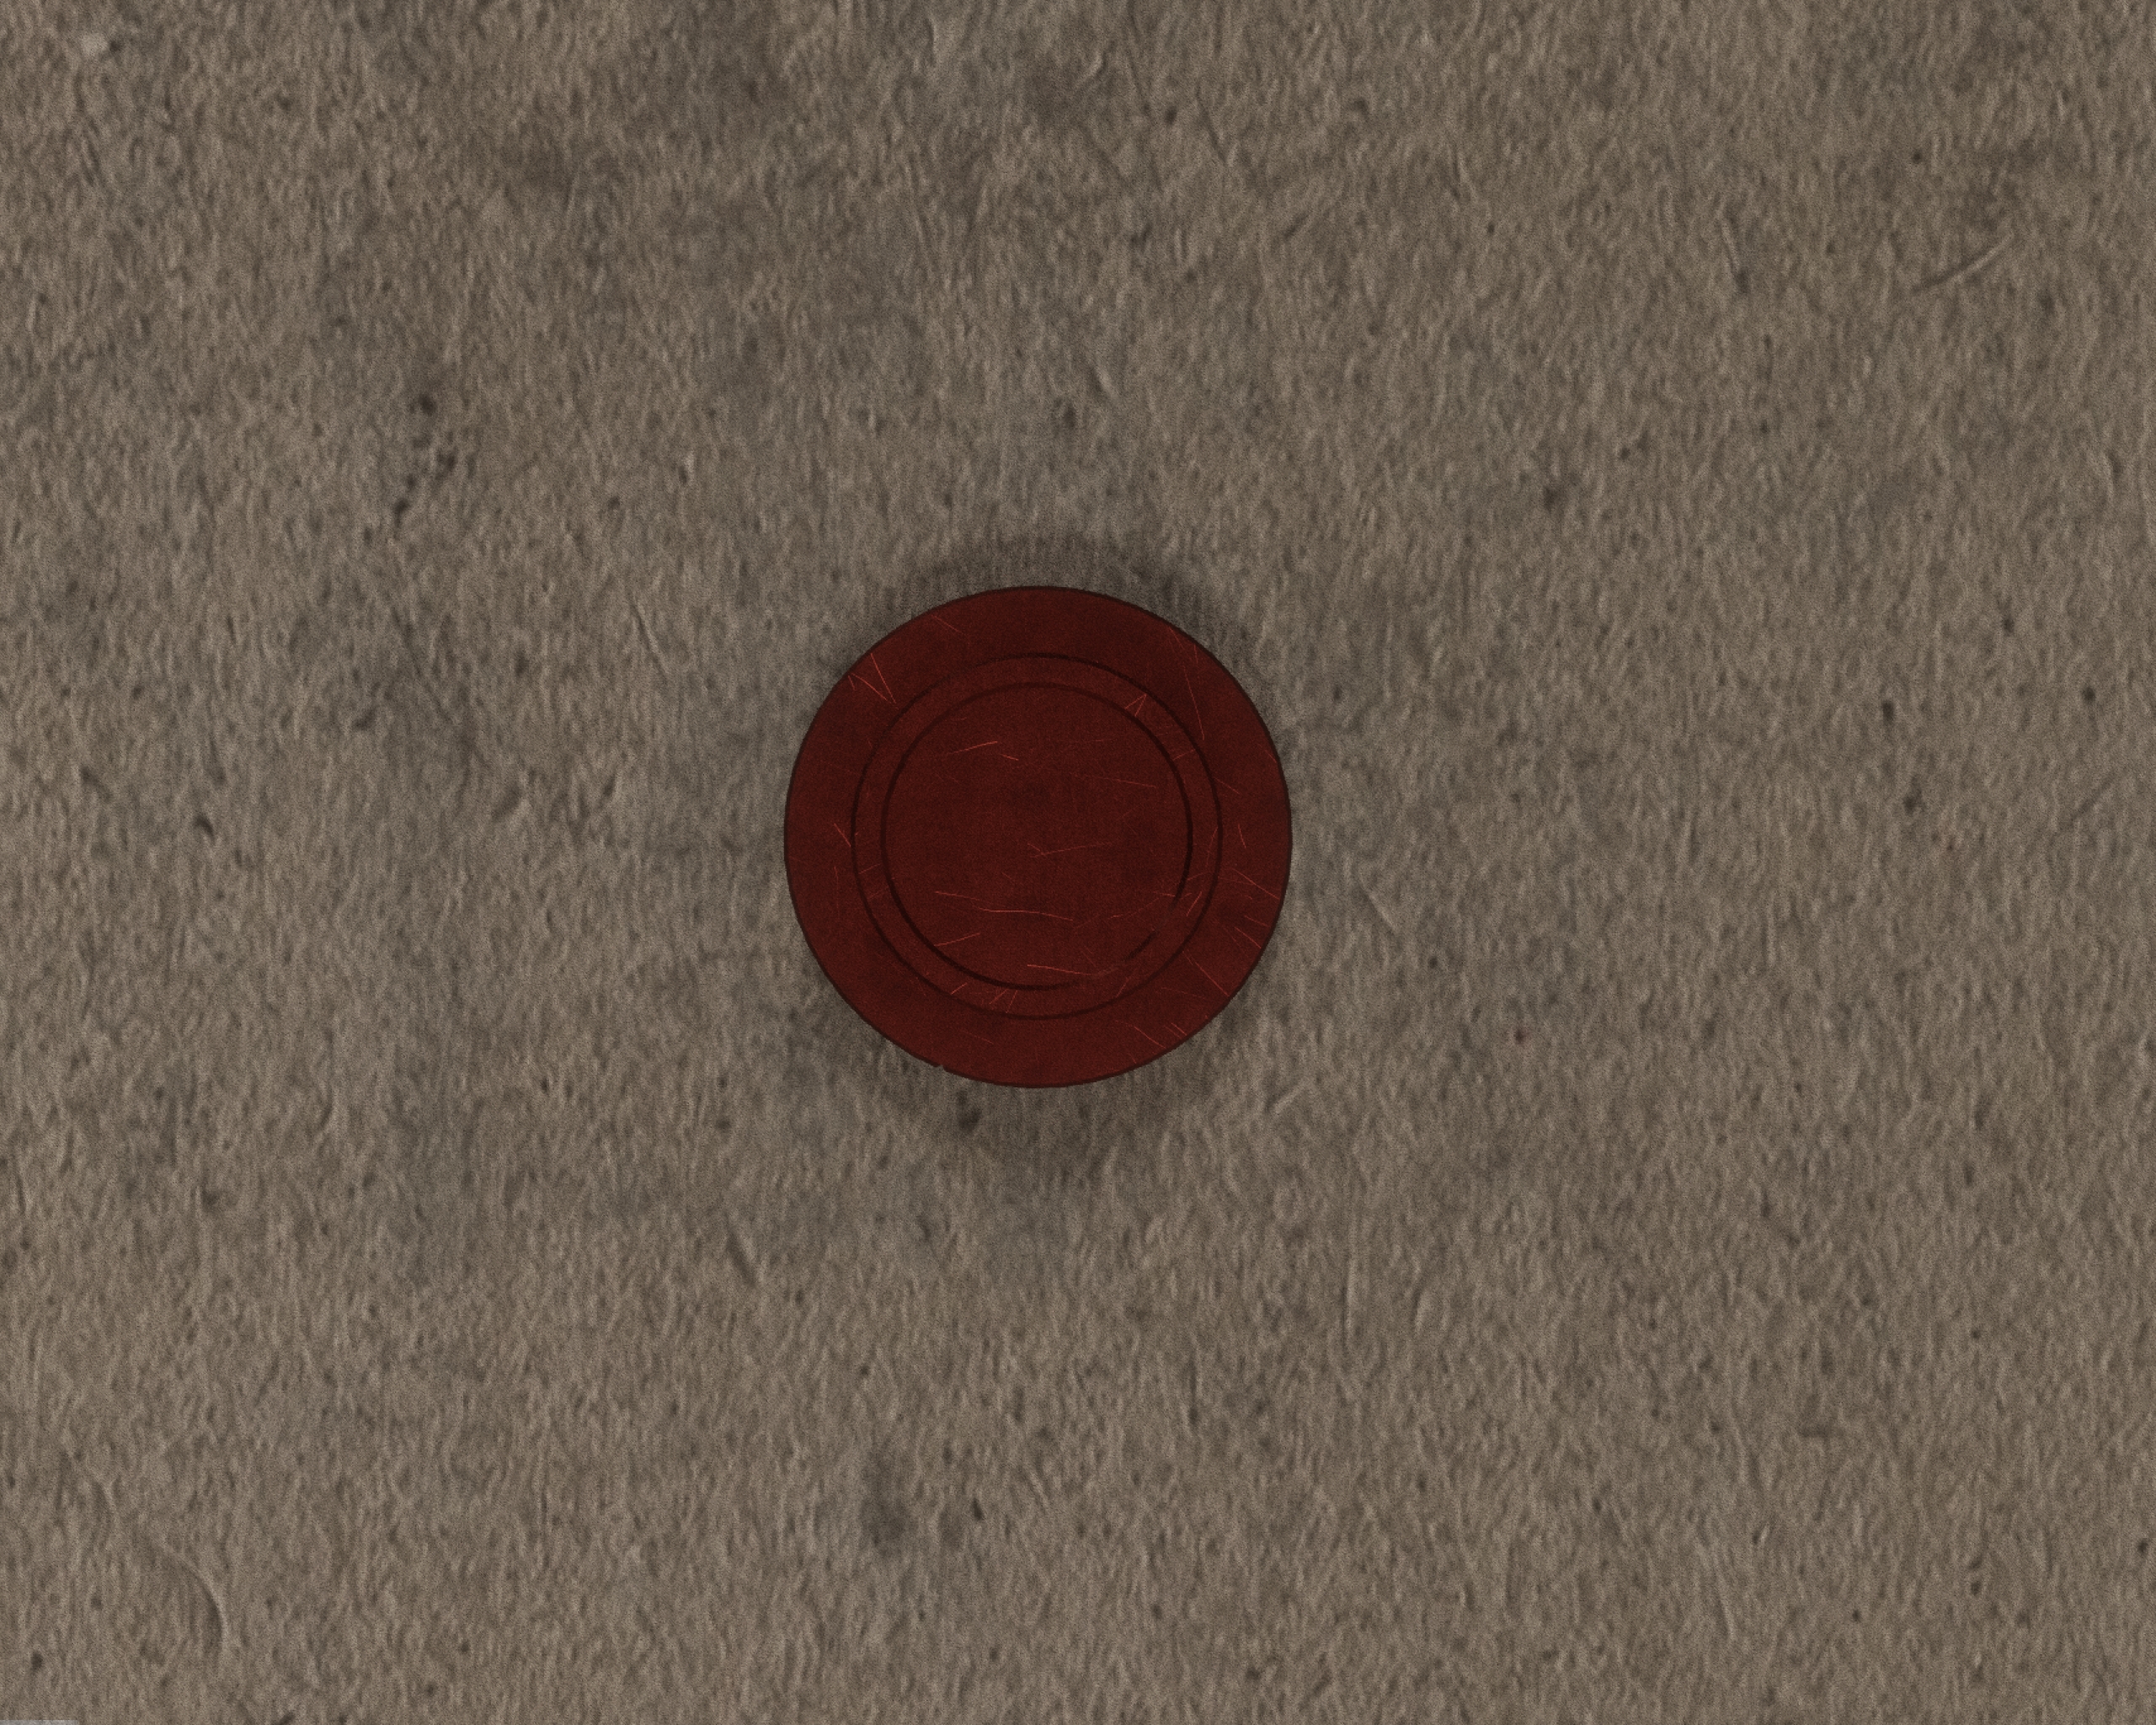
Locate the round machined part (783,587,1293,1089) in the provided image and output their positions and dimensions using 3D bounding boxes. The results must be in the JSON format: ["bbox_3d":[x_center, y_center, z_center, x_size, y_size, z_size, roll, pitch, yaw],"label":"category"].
[{"bbox_3d":[-0.008,-0.005,0.402,0.099,0.042,0.097,0,90,-1],"label":"round machined part"}]
